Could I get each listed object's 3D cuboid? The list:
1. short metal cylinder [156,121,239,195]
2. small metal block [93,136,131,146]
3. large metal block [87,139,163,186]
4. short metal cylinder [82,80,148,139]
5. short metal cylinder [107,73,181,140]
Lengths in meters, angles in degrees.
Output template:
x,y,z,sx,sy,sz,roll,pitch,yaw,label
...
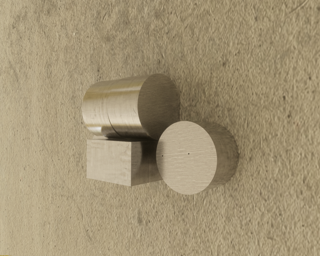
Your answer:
x,y,z,sx,sy,sz,roll,pitch,yaw,label
0.043,0.032,0.355,0.080,0.050,0.079,0,90,40,short metal cylinder
-0.077,0.025,0.471,0.050,0.025,0.050,45,117,30,small metal block
-0.037,0.040,0.402,0.080,0.081,0.050,1,91,40,large metal block
-0.057,-0.025,0.418,0.050,0.081,0.079,1,91,40,short metal cylinder
-0.018,-0.026,0.386,0.050,0.081,0.079,1,91,40,short metal cylinder
